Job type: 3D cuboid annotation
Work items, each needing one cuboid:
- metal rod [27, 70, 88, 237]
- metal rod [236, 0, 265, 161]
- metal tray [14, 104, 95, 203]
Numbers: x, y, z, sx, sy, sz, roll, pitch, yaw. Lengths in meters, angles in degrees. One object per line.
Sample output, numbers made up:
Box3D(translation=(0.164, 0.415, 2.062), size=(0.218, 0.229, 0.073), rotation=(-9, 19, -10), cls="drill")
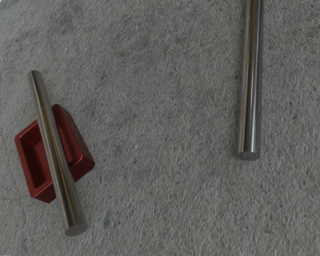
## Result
Box3D(translation=(-0.153, 0.012, 0.434), size=(0.025, 0.025, 0.300), rotation=(-35, 51, 5), cls="metal rod")
Box3D(translation=(0.121, -0.101, 0.401), size=(0.025, 0.025, 0.299), rotation=(-3, 60, 26), cls="metal rod")
Box3D(translation=(-0.161, 0.034, 0.461), size=(0.090, 0.030, 0.130), rotation=(-39, 51, 1), cls="metal tray")
